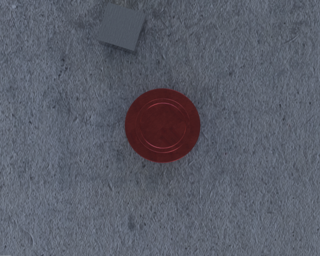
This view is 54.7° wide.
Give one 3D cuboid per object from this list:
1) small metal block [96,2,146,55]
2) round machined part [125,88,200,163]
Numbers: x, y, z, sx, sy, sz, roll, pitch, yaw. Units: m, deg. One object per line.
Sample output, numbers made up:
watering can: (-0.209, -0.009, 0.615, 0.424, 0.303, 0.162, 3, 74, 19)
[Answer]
small metal block: (-0.050, -0.130, 0.409, 0.050, 0.025, 0.050, 17, 90, -1)
round machined part: (0.003, -0.003, 0.402, 0.099, 0.042, 0.097, 0, 90, -1)
